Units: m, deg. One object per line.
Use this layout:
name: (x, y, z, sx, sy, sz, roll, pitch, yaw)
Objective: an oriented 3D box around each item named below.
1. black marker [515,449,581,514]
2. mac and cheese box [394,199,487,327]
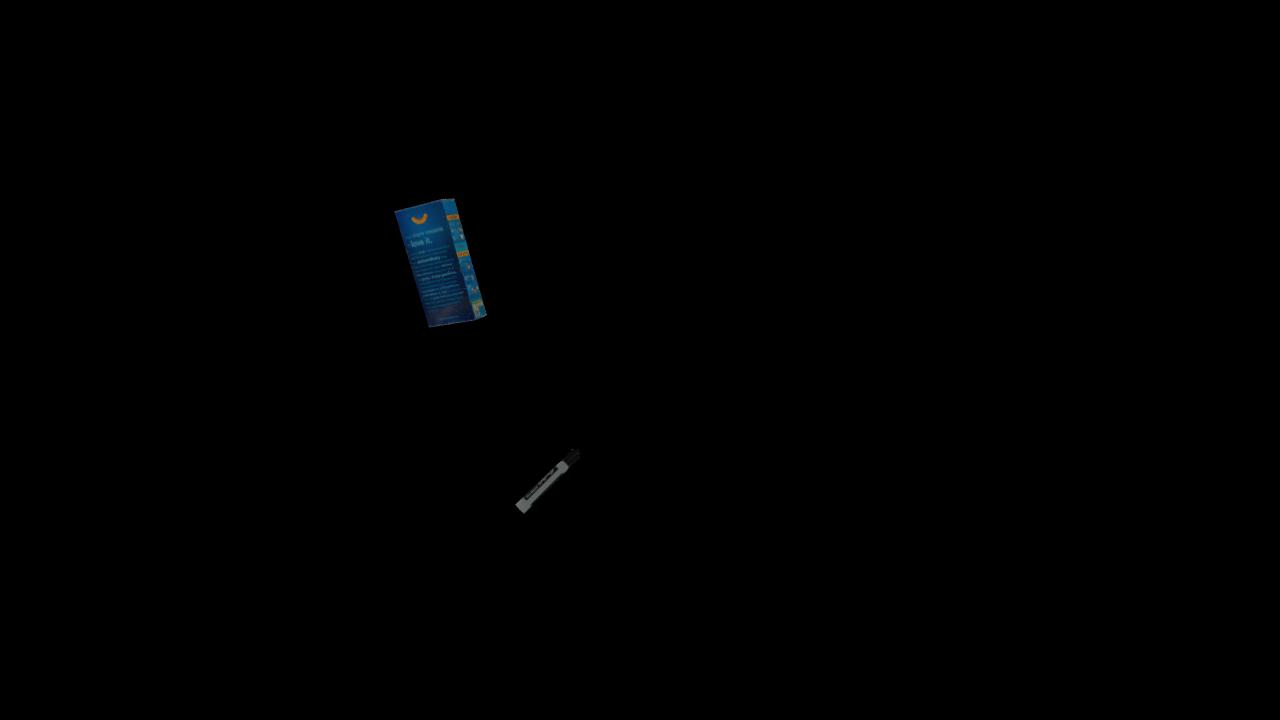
black marker: (-0.133, 0.177, 0.909, 0.121, 0.020, 0.020, -44, 18, -20)
mac and cheese box: (-0.307, -0.147, 0.951, 0.093, 0.184, 0.041, -7, 14, 23)
